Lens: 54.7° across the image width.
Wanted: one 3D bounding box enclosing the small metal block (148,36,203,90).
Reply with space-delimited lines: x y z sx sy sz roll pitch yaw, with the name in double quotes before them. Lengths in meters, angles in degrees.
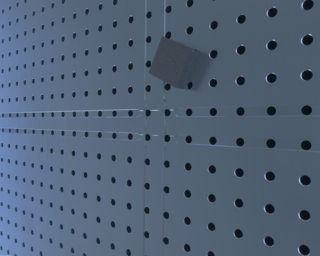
"small metal block" 0.019 -0.082 0.392 0.050 0.025 0.050 34 111 34
